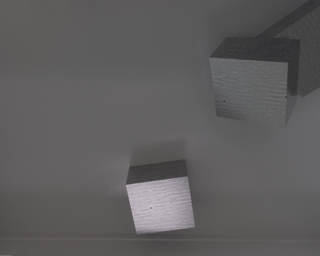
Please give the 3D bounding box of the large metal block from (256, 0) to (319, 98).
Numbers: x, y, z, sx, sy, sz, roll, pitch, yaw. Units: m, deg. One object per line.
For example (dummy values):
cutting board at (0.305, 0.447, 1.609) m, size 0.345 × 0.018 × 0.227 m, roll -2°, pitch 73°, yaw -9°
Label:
large metal block at (0.175, -0.096, 0.364) m, size 0.080 × 0.050 × 0.080 m, roll -34°, pitch 107°, yaw 11°

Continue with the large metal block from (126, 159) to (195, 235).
large metal block at (0.002, 0.095, 0.433) m, size 0.080 × 0.050 × 0.079 m, roll -8°, pitch 110°, yaw 3°

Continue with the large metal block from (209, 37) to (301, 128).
large metal block at (0.107, -0.053, 0.349) m, size 0.080 × 0.050 × 0.080 m, roll 12°, pitch 135°, yaw 31°
